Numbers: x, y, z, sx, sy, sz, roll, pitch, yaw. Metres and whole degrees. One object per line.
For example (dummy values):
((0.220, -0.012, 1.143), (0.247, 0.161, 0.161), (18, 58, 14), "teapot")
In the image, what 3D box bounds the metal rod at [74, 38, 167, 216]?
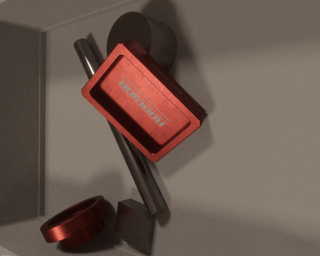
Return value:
((-0.066, -0.014, 0.458), (0.025, 0.025, 0.299), (-41, 66, 32), "metal rod")

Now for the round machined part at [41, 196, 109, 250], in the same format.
((-0.121, 0.143, 0.460), (0.098, 0.099, 0.042), (-22, 94, 37), "round machined part")

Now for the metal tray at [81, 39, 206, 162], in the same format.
((-0.021, -0.030, 0.377), (0.130, 0.030, 0.090), (44, 121, -5), "metal tray")

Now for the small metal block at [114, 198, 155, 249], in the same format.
((-0.035, 0.133, 0.434), (0.050, 0.025, 0.050), (12, 98, 39), "small metal block")

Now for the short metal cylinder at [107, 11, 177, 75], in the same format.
((-0.025, -0.106, 0.409), (0.080, 0.050, 0.079), (0, 90, 39), "short metal cylinder")
